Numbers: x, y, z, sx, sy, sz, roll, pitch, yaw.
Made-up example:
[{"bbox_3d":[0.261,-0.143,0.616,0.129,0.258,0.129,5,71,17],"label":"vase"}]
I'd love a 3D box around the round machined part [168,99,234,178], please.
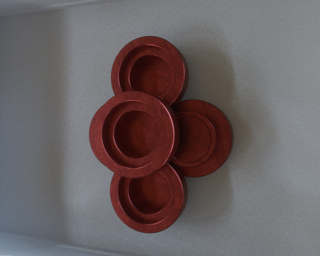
[{"bbox_3d":[0.039,0.013,0.384,0.098,0.042,0.097,0,90,19],"label":"round machined part"}]

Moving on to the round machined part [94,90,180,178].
[{"bbox_3d":[-0.024,0.007,0.362,0.098,0.042,0.097,0,90,19],"label":"round machined part"}]

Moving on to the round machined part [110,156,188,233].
[{"bbox_3d":[-0.011,0.082,0.402,0.098,0.042,0.097,0,90,19],"label":"round machined part"}]

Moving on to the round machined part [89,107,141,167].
[{"bbox_3d":[-0.054,0.009,0.418,0.098,0.042,0.097,0,90,19],"label":"round machined part"}]

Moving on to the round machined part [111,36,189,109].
[{"bbox_3d":[-0.010,-0.065,0.402,0.098,0.042,0.097,0,90,19],"label":"round machined part"}]
